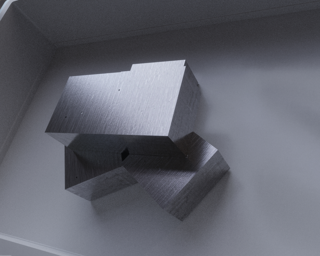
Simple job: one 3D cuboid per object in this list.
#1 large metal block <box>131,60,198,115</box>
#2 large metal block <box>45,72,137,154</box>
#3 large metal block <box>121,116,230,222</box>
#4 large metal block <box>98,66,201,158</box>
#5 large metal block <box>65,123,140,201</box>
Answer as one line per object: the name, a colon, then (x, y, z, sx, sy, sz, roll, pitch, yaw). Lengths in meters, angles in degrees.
large metal block: (-0.002, -0.041, 0.414, 0.080, 0.050, 0.080, 2, 62, 29)
large metal block: (-0.078, -0.018, 0.375, 0.080, 0.050, 0.080, 1, 62, 28)
large metal block: (0.017, 0.043, 0.351, 0.080, 0.050, 0.080, -47, 51, -5)
large metal block: (-0.008, -0.017, 0.336, 0.080, 0.050, 0.080, 1, 62, 28)
large metal block: (-0.075, 0.038, 0.404, 0.080, 0.050, 0.080, -23, 53, 14)
